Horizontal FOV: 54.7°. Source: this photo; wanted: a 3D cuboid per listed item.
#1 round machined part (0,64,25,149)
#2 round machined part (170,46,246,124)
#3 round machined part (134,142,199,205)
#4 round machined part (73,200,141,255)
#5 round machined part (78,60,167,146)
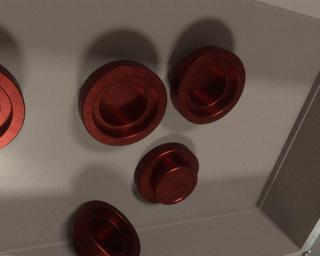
[{"bbox_3d":[-0.179,-0.023,0.285,0.099,0.042,0.097,-14,125,-21],"label":"round machined part"},{"bbox_3d":[0.056,-0.057,0.395,0.099,0.042,0.097,-14,125,-21],"label":"round machined part"},{"bbox_3d":[0.016,0.073,0.453,0.099,0.042,0.097,-14,125,-21],"label":"round machined part"},{"bbox_3d":[-0.076,0.149,0.414,0.042,0.098,0.098,-45,130,12],"label":"round machined part"},{"bbox_3d":[-0.045,-0.031,0.355,0.099,0.042,0.097,-14,125,-21],"label":"round machined part"}]
